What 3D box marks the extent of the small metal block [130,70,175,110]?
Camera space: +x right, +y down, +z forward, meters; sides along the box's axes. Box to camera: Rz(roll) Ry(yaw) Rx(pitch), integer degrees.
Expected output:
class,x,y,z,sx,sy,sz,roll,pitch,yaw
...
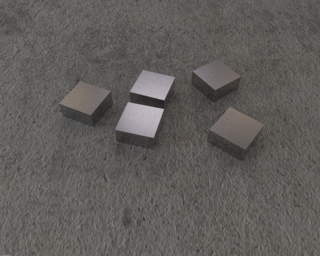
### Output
class,x,y,z,sx,sy,sz,roll,pitch,yaw
small metal block,-0.010,-0.054,0.448,0.050,0.025,0.050,15,52,12

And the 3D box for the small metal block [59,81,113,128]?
class,x,y,z,sx,sy,sz,roll,pitch,yaw
small metal block,-0.102,-0.034,0.431,0.050,0.025,0.050,20,53,16

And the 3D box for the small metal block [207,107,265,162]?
class,x,y,z,sx,sy,sz,roll,pitch,yaw
small metal block,0.097,0.007,0.398,0.050,0.025,0.050,31,57,23

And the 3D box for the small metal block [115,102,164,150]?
class,x,y,z,sx,sy,sz,roll,pitch,yaw
small metal block,-0.025,-0.003,0.406,0.050,0.025,0.050,12,51,9

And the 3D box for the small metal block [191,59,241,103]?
class,x,y,z,sx,sy,sz,roll,pitch,yaw
small metal block,0.083,-0.071,0.464,0.050,0.025,0.050,-28,56,-22
